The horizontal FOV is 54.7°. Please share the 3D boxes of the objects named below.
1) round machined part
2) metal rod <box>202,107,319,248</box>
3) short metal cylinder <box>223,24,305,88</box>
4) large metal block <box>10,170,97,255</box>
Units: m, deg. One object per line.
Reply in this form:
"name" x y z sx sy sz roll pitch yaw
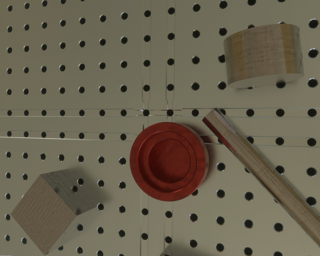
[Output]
"round machined part" 0.015 0.041 0.398 0.098 0.042 0.097 0 90 20
"metal rod" 0.159 0.092 0.356 0.025 0.025 0.300 -45 76 14
"short metal cylinder" 0.114 -0.076 0.343 0.080 0.080 0.050 -6 88 20
"large metal block" -0.155 0.121 0.454 0.080 0.050 0.080 42 103 15
